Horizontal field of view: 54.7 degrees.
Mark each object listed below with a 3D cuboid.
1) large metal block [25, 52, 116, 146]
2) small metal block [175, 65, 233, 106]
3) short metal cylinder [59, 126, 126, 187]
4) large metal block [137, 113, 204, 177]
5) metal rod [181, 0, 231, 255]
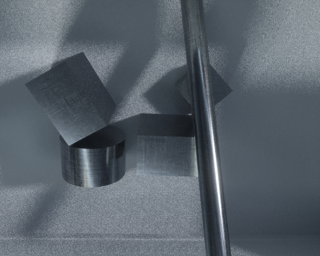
[{"bbox_3d":[-0.099,-0.038,0.367,0.050,0.080,0.080,-27,108,9],"label":"large metal block"},{"bbox_3d":[0.055,-0.052,0.393,0.050,0.025,0.050,-40,106,13],"label":"small metal block"},{"bbox_3d":[-0.084,0.033,0.393,0.081,0.080,0.050,2,110,-2],"label":"short metal cylinder"},{"bbox_3d":[0.014,0.019,0.389,0.081,0.080,0.050,2,110,-1],"label":"large metal block"},{"bbox_3d":[0.047,-0.012,0.334,0.025,0.025,0.298,-5,82,1],"label":"metal rod"}]
